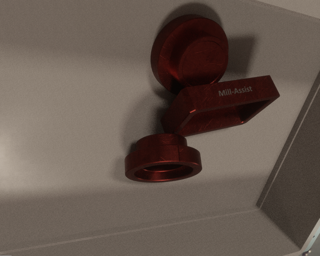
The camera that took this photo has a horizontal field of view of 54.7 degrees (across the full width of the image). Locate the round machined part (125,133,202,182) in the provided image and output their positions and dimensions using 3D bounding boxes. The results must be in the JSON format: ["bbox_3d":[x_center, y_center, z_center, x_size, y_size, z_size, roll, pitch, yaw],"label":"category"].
[{"bbox_3d":[0.003,0.039,0.404,0.099,0.042,0.098,-4,156,-2],"label":"round machined part"}]

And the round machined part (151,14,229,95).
[{"bbox_3d":[0.042,-0.082,0.372,0.099,0.042,0.097,-14,125,-21],"label":"round machined part"}]

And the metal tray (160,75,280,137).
[{"bbox_3d":[0.076,-0.025,0.402,0.131,0.030,0.090,-11,160,-23],"label":"metal tray"}]
